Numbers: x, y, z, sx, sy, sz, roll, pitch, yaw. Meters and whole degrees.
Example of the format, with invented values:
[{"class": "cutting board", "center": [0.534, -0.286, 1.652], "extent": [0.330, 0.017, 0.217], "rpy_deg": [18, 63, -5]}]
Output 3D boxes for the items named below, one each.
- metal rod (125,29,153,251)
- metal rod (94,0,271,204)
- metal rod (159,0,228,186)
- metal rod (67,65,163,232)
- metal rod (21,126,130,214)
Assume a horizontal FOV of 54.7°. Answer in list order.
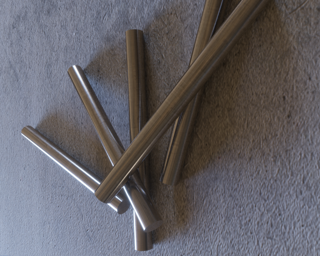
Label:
[{"class": "metal rod", "center": [-0.029, 0.015, 0.428], "extent": [0.025, 0.025, 0.298], "rpy_deg": [-5, 87, 40]}, {"class": "metal rod", "center": [0.019, -0.030, 0.351], "extent": [0.025, 0.025, 0.299], "rpy_deg": [46, 105, 30]}, {"class": "metal rod", "center": [0.047, -0.074, 0.366], "extent": [0.025, 0.025, 0.298], "rpy_deg": [23, 104, 37]}, {"class": "metal rod", "center": [-0.076, 0.010, 0.444], "extent": [0.025, 0.025, 0.300], "rpy_deg": [-52, 53, 27]}, {"class": "metal rod", "center": [-0.160, 0.060, 0.537], "extent": [0.300, 0.025, 0.025], "rpy_deg": [26, 107, 37]}]
